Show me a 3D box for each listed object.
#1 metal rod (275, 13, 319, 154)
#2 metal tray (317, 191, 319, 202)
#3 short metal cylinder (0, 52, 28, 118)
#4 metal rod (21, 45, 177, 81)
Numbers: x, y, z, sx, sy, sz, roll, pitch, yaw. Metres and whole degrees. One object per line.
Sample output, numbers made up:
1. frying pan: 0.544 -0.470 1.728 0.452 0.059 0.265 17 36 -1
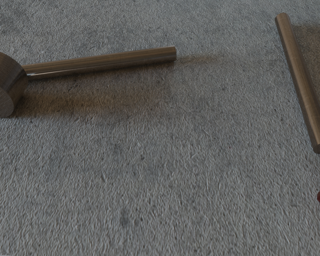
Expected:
1. metal rod: 0.215 -0.089 0.480 0.025 0.025 0.300 4 50 3
2. metal tray: 0.243 0.102 0.317 0.091 0.030 0.130 -17 52 -14
3. short metal cylinder: -0.226 -0.058 0.413 0.080 0.080 0.050 5 50 3
4. metal rod: -0.123 -0.097 0.483 0.302 0.025 0.025 -10 51 -9
